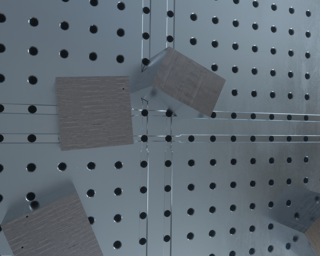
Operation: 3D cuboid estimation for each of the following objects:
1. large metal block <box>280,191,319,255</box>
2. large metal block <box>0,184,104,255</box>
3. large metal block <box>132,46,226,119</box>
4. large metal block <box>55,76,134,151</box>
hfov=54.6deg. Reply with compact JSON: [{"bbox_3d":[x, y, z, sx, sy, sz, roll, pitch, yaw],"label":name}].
[{"bbox_3d":[0.253,0.161,0.492,0.080,0.050,0.080,-38,102,-16],"label":"large metal block"},{"bbox_3d":[-0.121,0.121,0.355,0.081,0.050,0.080,-23,98,-19],"label":"large metal block"},{"bbox_3d":[0.021,-0.052,0.391,0.080,0.080,0.050,26,82,-18],"label":"large metal block"},{"bbox_3d":[-0.080,-0.018,0.370,0.081,0.050,0.080,-5,92,-20],"label":"large metal block"}]
